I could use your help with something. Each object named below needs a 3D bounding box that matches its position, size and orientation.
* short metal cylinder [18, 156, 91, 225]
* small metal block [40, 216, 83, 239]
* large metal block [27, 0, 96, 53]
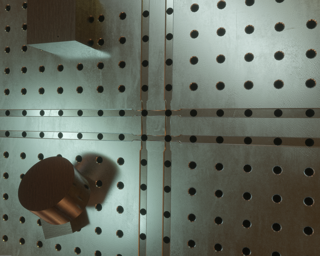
[{"bbox_3d":[-0.144,0.086,0.429,0.080,0.050,0.080,-8,52,11],"label":"short metal cylinder"},{"bbox_3d":[-0.150,0.134,0.464,0.050,0.025,0.050,-18,84,18],"label":"small metal block"},{"bbox_3d":[-0.141,-0.157,0.448,0.080,0.050,0.079,1,90,19],"label":"large metal block"}]
